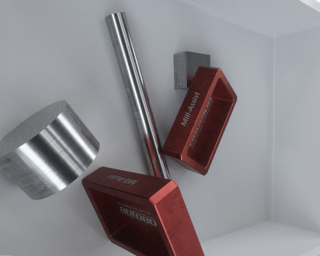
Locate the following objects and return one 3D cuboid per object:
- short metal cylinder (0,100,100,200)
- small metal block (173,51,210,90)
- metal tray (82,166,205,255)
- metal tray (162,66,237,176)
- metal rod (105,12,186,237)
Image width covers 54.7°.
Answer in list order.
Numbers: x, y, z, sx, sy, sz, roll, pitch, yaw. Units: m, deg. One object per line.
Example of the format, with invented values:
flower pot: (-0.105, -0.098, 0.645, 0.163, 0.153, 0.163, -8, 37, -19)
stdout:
short metal cylinder: (-0.104, 0.018, 0.285, 0.080, 0.080, 0.050, -48, 119, -29)
small metal block: (0.047, -0.081, 0.448, 0.050, 0.025, 0.050, -3, 92, -40)
metal tray: (-0.023, 0.091, 0.321, 0.030, 0.130, 0.090, -33, 111, -36)
metal tray: (0.059, -0.008, 0.427, 0.090, 0.030, 0.130, 39, 72, -54)
metal rod: (-0.014, 0.008, 0.396, 0.025, 0.025, 0.298, -25, 106, -37)
